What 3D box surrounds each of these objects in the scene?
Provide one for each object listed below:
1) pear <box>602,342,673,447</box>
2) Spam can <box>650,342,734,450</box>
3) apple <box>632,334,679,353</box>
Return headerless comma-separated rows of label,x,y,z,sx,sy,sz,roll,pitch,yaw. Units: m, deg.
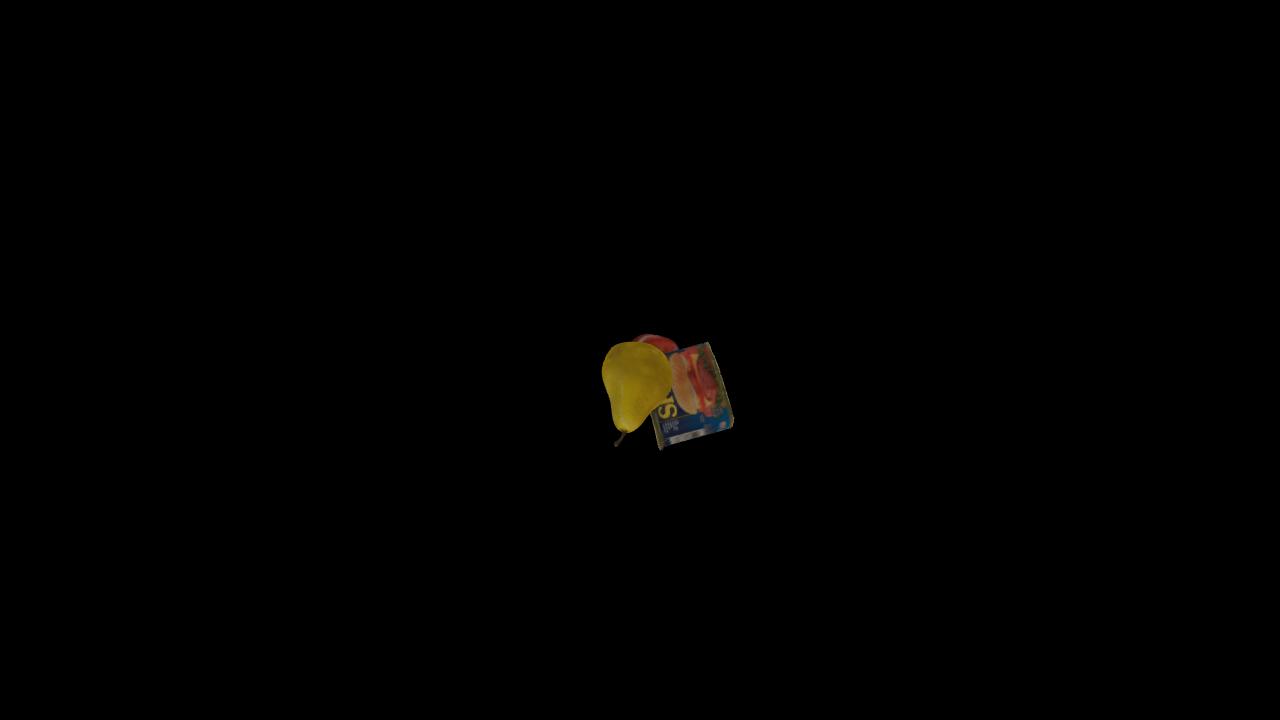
pear,-0.005,0.039,0.641,0.080,0.111,0.080,6,-15,2
Spam can,0.049,0.038,0.676,0.085,0.101,0.058,-15,-26,0
apple,0.014,0.010,0.744,0.079,0.079,0.093,0,-27,-5
